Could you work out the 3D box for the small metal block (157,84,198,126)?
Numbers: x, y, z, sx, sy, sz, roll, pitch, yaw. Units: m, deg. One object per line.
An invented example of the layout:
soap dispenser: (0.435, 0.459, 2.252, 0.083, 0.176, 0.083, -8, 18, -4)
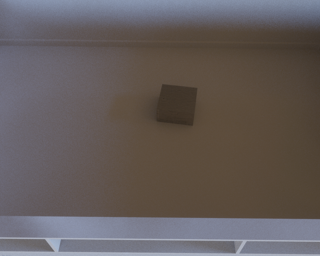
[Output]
small metal block: (0.024, -0.033, 0.433, 0.050, 0.025, 0.050, 7, 50, 5)
